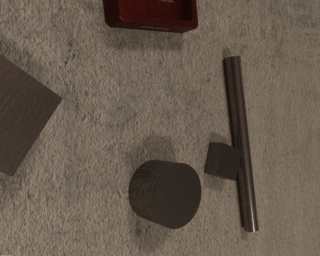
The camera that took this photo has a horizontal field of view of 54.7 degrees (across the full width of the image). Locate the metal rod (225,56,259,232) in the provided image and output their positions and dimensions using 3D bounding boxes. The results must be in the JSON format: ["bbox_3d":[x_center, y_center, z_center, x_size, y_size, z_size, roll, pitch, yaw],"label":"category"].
[{"bbox_3d":[0.139,0.030,0.524,0.025,0.025,0.298,-14,99,-39],"label":"metal rod"}]

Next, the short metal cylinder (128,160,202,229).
[{"bbox_3d":[0.007,0.083,0.397,0.081,0.050,0.079,0,90,-40],"label":"short metal cylinder"}]

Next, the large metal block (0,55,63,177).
[{"bbox_3d":[-0.147,-0.015,0.266,0.080,0.050,0.080,40,66,-33],"label":"large metal block"}]

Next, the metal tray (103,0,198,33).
[{"bbox_3d":[-0.010,-0.173,0.394,0.131,0.030,0.089,-10,97,-40],"label":"metal tray"}]

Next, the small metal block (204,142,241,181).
[{"bbox_3d":[0.100,0.053,0.491,0.050,0.025,0.050,22,76,-38],"label":"small metal block"}]
